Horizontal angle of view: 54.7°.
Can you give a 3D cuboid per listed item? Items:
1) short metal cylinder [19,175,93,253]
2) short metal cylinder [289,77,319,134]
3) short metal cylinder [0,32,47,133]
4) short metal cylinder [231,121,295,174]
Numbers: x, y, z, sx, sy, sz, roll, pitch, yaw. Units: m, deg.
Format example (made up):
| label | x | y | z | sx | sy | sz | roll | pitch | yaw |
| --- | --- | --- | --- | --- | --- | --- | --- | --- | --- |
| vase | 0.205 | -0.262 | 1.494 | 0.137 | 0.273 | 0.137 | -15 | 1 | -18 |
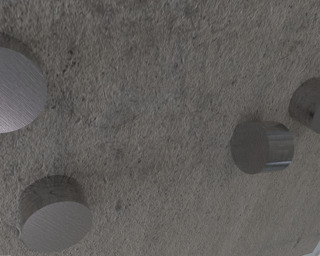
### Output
| label | x | y | z | sx | sy | sz | roll | pitch | yaw |
| --- | --- | --- | --- | --- | --- | --- | --- | --- | --- |
| short metal cylinder | -0.130 | 0.106 | 0.385 | 0.081 | 0.050 | 0.079 | -14 | 124 | -21 |
| short metal cylinder | 0.262 | -0.037 | 0.511 | 0.081 | 0.050 | 0.079 | -14 | 124 | -21 |
| short metal cylinder | -0.149 | -0.042 | 0.283 | 0.081 | 0.050 | 0.079 | -14 | 124 | -21 |
| short metal cylinder | 0.154 | 0.029 | 0.473 | 0.050 | 0.080 | 0.079 | -1 | 119 | -28 |
